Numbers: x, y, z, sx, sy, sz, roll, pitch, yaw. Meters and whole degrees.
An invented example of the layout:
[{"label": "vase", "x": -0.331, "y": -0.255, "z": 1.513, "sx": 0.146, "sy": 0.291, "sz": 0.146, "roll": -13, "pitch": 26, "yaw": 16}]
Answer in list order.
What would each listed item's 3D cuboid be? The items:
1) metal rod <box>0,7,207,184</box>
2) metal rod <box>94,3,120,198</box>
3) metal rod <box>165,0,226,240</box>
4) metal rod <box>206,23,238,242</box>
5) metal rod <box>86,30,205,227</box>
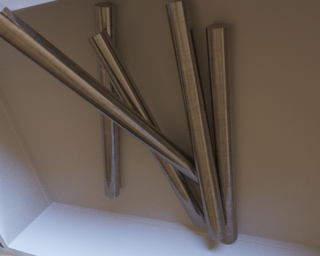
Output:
[{"label": "metal rod", "x": -0.042, "y": -0.015, "z": 0.346, "sx": 0.025, "sy": 0.025, "sz": 0.301, "roll": -25, "pitch": 129, "yaw": 37}, {"label": "metal rod", "x": -0.071, "y": -0.016, "z": 0.435, "sx": 0.025, "sy": 0.025, "sz": 0.298, "roll": 17, "pitch": 125, "yaw": 19}, {"label": "metal rod", "x": 0.048, "y": 0.007, "z": 0.370, "sx": 0.025, "sy": 0.025, "sz": 0.298, "roll": -1, "pitch": 113, "yaw": 29}, {"label": "metal rod", "x": 0.080, "y": 0.027, "z": 0.383, "sx": 0.025, "sy": 0.025, "sz": 0.298, "roll": 5, "pitch": 121, "yaw": 25}, {"label": "metal rod", "x": -0.006, "y": 0.016, "z": 0.405, "sx": 0.025, "sy": 0.025, "sz": 0.299, "roll": -13, "pitch": 117, "yaw": 33}]
